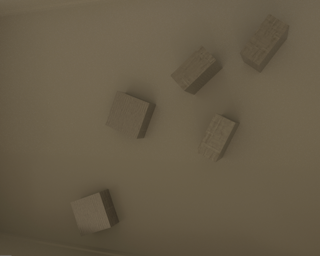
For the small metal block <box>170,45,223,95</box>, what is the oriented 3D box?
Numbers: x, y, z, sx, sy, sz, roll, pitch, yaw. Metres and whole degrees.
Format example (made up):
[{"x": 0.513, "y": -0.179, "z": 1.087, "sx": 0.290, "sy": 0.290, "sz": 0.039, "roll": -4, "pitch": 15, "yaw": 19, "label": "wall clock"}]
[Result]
[{"x": 0.046, "y": -0.069, "z": 0.380, "sx": 0.050, "sy": 0.050, "sz": 0.025, "roll": -43, "pitch": 77, "yaw": 14, "label": "small metal block"}]

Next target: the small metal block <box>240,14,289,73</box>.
[{"x": 0.120, "y": -0.095, "z": 0.355, "sx": 0.025, "sy": 0.050, "sz": 0.050, "roll": 39, "pitch": 102, "yaw": 15, "label": "small metal block"}]

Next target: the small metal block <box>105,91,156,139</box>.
[{"x": -0.040, "y": -0.018, "z": 0.424, "sx": 0.050, "sy": 0.025, "sz": 0.050, "roll": 23, "pitch": 97, "yaw": 18, "label": "small metal block"}]

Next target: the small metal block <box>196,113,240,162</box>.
[{"x": 0.071, "y": 0.011, "z": 0.372, "sx": 0.025, "sy": 0.050, "sz": 0.050, "roll": 28, "pitch": 99, "yaw": 17, "label": "small metal block"}]

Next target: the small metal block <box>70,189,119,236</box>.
[{"x": -0.093, "y": 0.120, "z": 0.442, "sx": 0.050, "sy": 0.025, "sz": 0.050, "roll": -22, "pitch": 83, "yaw": 18, "label": "small metal block"}]
